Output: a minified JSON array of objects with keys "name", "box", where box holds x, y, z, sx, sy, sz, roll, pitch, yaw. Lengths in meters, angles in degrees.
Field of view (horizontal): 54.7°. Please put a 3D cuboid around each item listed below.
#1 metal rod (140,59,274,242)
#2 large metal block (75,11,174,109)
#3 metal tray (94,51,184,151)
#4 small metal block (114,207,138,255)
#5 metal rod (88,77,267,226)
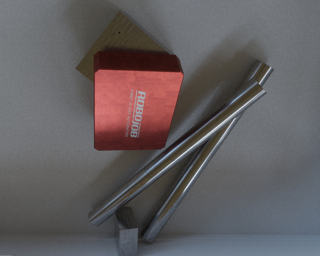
[{"name":"metal rod","box":[0.056,0.042,0.427,0.025,0.025,0.298,28,107,-10]},{"name":"large metal block","box":[-0.038,-0.079,0.368,0.080,0.050,0.080,38,105,-13]},{"name":"metal tray","box":[-0.031,-0.025,0.360,0.091,0.030,0.129,0,139,-12]},{"name":"small metal block","box":[-0.050,0.152,0.451,0.025,0.050,0.050,-2,110,-16]},{"name":"metal rod","box":[0.011,0.042,0.412,0.299,0.025,0.025,-41,106,18]}]
